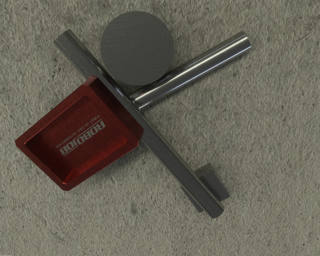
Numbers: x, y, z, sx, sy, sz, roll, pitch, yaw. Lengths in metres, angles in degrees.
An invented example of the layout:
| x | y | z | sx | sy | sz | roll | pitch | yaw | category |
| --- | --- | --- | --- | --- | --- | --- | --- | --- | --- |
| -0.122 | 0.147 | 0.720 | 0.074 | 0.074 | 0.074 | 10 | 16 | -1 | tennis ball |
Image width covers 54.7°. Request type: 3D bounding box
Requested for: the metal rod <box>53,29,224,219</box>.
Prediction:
| x | y | z | sx | sy | sz | roll | pitch | yaw | category |
| --- | --- | --- | --- | --- | --- | --- | --- | --- | --- |
| -0.016 | 0.006 | 0.387 | 0.025 | 0.025 | 0.300 | -37 | 106 | 12 | metal rod |

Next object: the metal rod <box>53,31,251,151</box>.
| x | y | z | sx | sy | sz | roll | pitch | yaw | category |
| --- | --- | --- | --- | --- | --- | --- | --- | --- | --- |
| -0.027 | -0.036 | 0.397 | 0.301 | 0.025 | 0.025 | -28 | 108 | 9 | metal rod |

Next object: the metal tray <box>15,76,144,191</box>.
| x | y | z | sx | sy | sz | roll | pitch | yaw | category |
| --- | --- | --- | --- | --- | --- | --- | --- | --- | --- |
| -0.096 | 0.011 | 0.370 | 0.130 | 0.030 | 0.090 | -33 | 107 | 23 | metal tray |

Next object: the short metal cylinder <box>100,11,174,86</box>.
| x | y | z | sx | sy | sz | roll | pitch | yaw | category |
| --- | --- | --- | --- | --- | --- | --- | --- | --- | --- |
| -0.025 | -0.094 | 0.362 | 0.081 | 0.050 | 0.079 | 0 | 110 | -1 | short metal cylinder |

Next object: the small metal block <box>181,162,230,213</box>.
| x | y | z | sx | sy | sz | roll | pitch | yaw | category |
| --- | --- | --- | --- | --- | --- | --- | --- | --- | --- |
| 0.064 | 0.085 | 0.443 | 0.050 | 0.025 | 0.050 | -32 | 107 | 10 | small metal block |
